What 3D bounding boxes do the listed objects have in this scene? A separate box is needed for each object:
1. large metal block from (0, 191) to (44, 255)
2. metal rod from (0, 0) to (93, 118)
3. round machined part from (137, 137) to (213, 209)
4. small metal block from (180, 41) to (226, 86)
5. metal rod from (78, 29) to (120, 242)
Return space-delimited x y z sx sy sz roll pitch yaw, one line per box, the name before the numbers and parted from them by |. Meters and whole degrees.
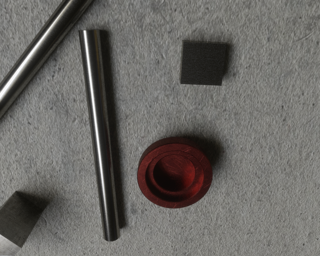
large metal block | -0.221 0.149 0.432 0.050 0.080 0.080 42 105 -14
metal rod | -0.138 -0.101 0.370 0.025 0.025 0.299 41 105 -14
round machined part | 0.019 0.057 0.422 0.099 0.042 0.097 0 110 -1
small metal block | 0.051 -0.080 0.381 0.050 0.025 0.050 2 110 -2
metal rod | -0.078 0.024 0.417 0.025 0.025 0.298 -2 110 0
